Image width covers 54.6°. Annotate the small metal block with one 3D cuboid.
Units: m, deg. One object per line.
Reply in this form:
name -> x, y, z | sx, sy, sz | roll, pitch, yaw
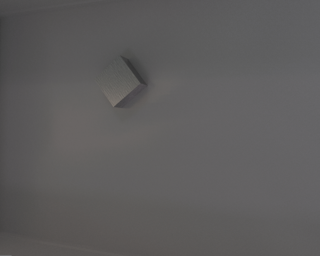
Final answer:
small metal block -> -0.054, -0.063, 0.430 | 0.050, 0.025, 0.050 | -39, 78, 16
